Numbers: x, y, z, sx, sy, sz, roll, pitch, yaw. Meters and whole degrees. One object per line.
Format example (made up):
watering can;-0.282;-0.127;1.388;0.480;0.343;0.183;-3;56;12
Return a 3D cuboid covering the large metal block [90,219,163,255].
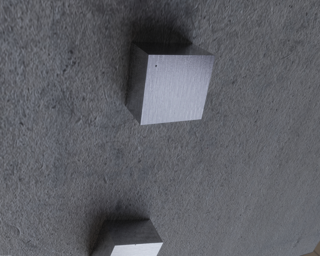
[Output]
large metal block;-0.054;0.190;0.478;0.081;0.050;0.079;10;113;-33

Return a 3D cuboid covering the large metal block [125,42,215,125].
large metal block;0.009;-0.054;0.362;0.081;0.050;0.079;-6;121;-26
